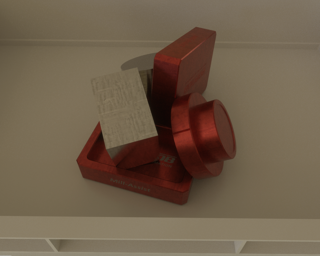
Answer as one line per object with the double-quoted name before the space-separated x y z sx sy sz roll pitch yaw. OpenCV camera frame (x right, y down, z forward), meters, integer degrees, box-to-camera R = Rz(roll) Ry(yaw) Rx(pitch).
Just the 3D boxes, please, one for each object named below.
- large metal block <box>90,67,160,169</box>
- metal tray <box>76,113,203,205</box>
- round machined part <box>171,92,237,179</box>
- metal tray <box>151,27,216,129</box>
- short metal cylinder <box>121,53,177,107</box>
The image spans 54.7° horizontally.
"large metal block" -0.036 -0.006 0.342 0.050 0.080 0.080 -15 68 -5
"metal tray" -0.020 0.031 0.373 0.131 0.030 0.090 13 51 11
"round machined part" 0.054 0.006 0.347 0.042 0.098 0.098 -17 45 26
"metal tray" 0.032 -0.069 0.399 0.030 0.089 0.131 19 37 19
"short metal cylinder" -0.008 -0.068 0.425 0.080 0.050 0.080 -10 27 5
